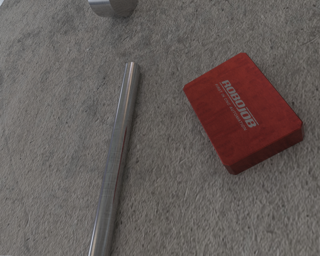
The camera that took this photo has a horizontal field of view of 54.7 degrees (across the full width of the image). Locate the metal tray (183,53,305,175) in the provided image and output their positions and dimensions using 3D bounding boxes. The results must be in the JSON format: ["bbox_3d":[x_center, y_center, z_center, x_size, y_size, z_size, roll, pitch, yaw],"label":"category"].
[{"bbox_3d":[0.092,-0.021,0.365,0.090,0.030,0.130,-30,52,9],"label":"metal tray"}]

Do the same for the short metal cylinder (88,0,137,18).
[{"bbox_3d":[-0.085,-0.244,0.563,0.050,0.080,0.080,12,68,33],"label":"short metal cylinder"}]

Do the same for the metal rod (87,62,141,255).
[{"bbox_3d":[-0.057,0.036,0.411,0.025,0.025,0.299,-8,58,24],"label":"metal rod"}]
